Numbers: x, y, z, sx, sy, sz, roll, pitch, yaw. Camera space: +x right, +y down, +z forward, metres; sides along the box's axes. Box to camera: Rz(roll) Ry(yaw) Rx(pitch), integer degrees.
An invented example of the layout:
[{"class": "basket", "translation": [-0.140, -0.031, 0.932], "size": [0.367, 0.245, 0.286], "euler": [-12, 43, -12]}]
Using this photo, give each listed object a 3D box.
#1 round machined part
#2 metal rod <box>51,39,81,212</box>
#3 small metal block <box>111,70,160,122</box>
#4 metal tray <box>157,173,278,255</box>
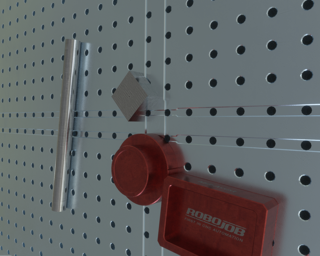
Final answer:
[{"class": "round machined part", "translation": [-0.028, 0.056, 0.419], "size": [0.098, 0.042, 0.097], "euler": [0, 90, 39]}, {"class": "metal rod", "translation": [-0.165, -0.002, 0.541], "size": [0.025, 0.025, 0.298], "euler": [11, 97, 39]}, {"class": "small metal block", "translation": [-0.035, -0.044, 0.436], "size": [0.050, 0.025, 0.050], "euler": [-50, 61, 28]}, {"class": "metal tray", "translation": [0.060, 0.110, 0.355], "size": [0.130, 0.030, 0.089], "euler": [10, 96, 39]}]
